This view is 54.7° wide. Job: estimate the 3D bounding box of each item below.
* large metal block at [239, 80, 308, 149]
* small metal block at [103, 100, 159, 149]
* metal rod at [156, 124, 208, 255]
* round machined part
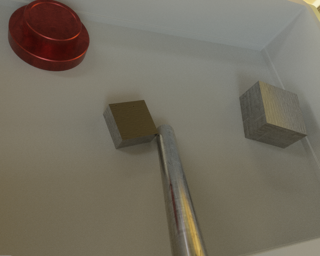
[{"bbox_3d":[0.182,-0.021,0.503,0.081,0.050,0.080,15,56,-21],"label":"large metal block"},{"bbox_3d":[-0.037,-0.005,0.390,0.050,0.025,0.050,-11,67,-33],"label":"small metal block"},{"bbox_3d":[0.017,0.065,0.272,0.025,0.025,0.300,25,19,-14],"label":"metal rod"},{"bbox_3d":[-0.139,-0.125,0.396,0.099,0.042,0.098,14,56,-21],"label":"round machined part"}]
